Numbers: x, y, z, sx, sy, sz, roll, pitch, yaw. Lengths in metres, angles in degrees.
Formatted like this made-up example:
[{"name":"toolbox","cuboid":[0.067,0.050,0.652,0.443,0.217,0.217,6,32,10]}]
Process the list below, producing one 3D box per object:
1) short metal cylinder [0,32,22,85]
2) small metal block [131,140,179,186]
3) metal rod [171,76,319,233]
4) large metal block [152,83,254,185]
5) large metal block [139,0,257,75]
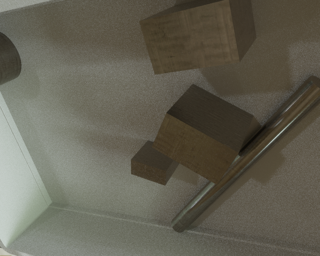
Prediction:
[{"name":"short metal cylinder","cuboid":[-0.258,-0.101,0.463,0.080,0.050,0.079,13,124,20]},{"name":"small metal block","cuboid":[-0.005,0.046,0.423,0.050,0.050,0.025,16,125,19]},{"name":"metal rod","cuboid":[0.092,0.055,0.393,0.025,0.025,0.298,36,129,4]},{"name":"large metal block","cuboid":[0.050,0.003,0.348,0.080,0.080,0.050,30,128,9]},{"name":"large metal block","cuboid":[0.040,-0.093,0.294,0.080,0.080,0.050,-3,117,29]}]
